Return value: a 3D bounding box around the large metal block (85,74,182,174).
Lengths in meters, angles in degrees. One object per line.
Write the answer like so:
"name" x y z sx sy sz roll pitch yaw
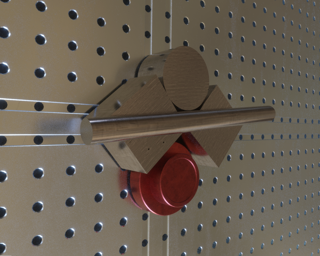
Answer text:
"large metal block" -0.026 -0.006 0.366 0.080 0.050 0.080 -47 120 -30

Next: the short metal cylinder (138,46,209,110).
"short metal cylinder" 0.018 -0.062 0.403 0.081 0.050 0.079 0 90 -40

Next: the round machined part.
"round machined part" 0.013 0.066 0.405 0.099 0.042 0.097 0 90 -40

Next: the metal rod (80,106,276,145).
"metal rod" 0.049 -0.009 0.378 0.302 0.025 0.025 -6 94 -39

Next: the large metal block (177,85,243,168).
"large metal block" 0.062 -0.003 0.437 0.080 0.050 0.080 50 62 -29
